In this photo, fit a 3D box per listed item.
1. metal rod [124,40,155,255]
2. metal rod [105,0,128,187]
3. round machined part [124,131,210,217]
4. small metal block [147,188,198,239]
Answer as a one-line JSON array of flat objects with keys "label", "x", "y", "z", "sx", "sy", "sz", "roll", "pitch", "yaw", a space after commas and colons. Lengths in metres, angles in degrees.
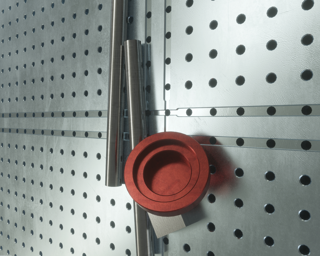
[{"label": "metal rod", "x": -0.029, "y": 0.027, "z": 0.431, "sx": 0.025, "sy": 0.025, "sz": 0.298, "roll": -6, "pitch": 86, "yaw": 39}, {"label": "metal rod", "x": -0.064, "y": -0.063, "z": 0.459, "sx": 0.025, "sy": 0.025, "sz": 0.298, "roll": 4, "pitch": 92, "yaw": 39}, {"label": "round machined part", "x": 0.010, "y": 0.056, "z": 0.367, "sx": 0.098, "sy": 0.042, "sz": 0.098, "roll": -5, "pitch": 60, "yaw": 9}, {"label": "small metal block", "x": 0.012, "y": 0.107, "z": 0.397, "sx": 0.050, "sy": 0.025, "sz": 0.050, "roll": -36, "pitch": 69, "yaw": 34}]
